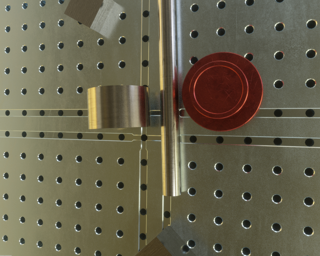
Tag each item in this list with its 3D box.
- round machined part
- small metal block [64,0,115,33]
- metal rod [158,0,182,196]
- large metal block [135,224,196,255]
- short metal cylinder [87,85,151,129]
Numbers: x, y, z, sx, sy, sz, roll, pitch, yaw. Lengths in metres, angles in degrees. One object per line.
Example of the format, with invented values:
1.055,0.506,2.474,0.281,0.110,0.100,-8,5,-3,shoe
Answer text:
0.074,-0.044,0.377,0.098,0.042,0.097,0,90,19,round machined part
-0.102,-0.174,0.447,0.050,0.025,0.050,32,100,16,small metal block
0.012,-0.062,0.407,0.025,0.025,0.298,-2,89,19,metal rod
0.003,0.187,0.397,0.080,0.050,0.080,-46,76,14,large metal block
-0.052,-0.025,0.401,0.080,0.080,0.050,-3,89,19,short metal cylinder
